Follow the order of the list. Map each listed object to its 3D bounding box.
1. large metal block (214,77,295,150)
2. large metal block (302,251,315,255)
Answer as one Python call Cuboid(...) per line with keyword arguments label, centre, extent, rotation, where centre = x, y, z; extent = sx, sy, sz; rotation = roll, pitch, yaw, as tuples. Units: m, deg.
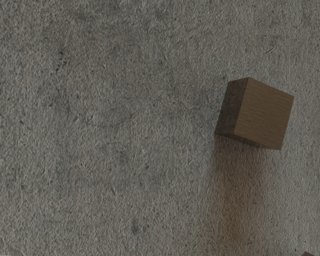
Cuboid(label="large metal block", centre=(0.135, -0.019, 0.445), extent=(0.081, 0.050, 0.080), rotation=(18, 84, -19))
Cuboid(label="large metal block", centre=(0.242, 0.259, 0.485), extent=(0.080, 0.050, 0.080), rotation=(-40, 103, -16))
